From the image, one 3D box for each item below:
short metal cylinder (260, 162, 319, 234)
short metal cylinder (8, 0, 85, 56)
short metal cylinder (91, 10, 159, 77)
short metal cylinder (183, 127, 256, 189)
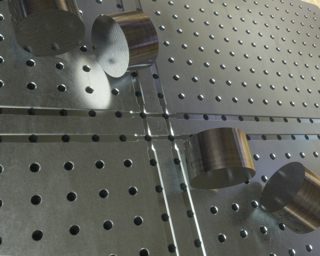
[{"bbox_3d":[0.182,0.092,0.414,0.050,0.080,0.080,36,51,-5],"label":"short metal cylinder"},{"bbox_3d":[-0.138,-0.134,0.380,0.081,0.080,0.050,-8,66,-32],"label":"short metal cylinder"},{"bbox_3d":[-0.048,-0.113,0.416,0.050,0.080,0.080,-27,77,-37],"label":"short metal cylinder"},{"bbox_3d":[0.073,0.040,0.387,0.081,0.080,0.050,7,59,-25],"label":"short metal cylinder"}]
